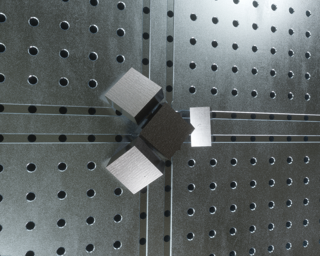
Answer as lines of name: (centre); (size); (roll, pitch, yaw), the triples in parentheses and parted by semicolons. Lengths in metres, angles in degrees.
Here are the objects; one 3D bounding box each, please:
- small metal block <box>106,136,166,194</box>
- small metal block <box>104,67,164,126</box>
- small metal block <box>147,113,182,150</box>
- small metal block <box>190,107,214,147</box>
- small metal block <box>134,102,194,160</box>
small metal block: (-0.030, 0.047, 0.388); (0.050, 0.025, 0.050); (-38, 105, 22)
small metal block: (-0.031, -0.040, 0.388); (0.050, 0.025, 0.050); (36, 75, 20)
small metal block: (0.000, 0.004, 0.412); (0.050, 0.025, 0.050); (2, 92, -20)
small metal block: (0.057, -0.002, 0.417); (0.025, 0.050, 0.050); (-2, 91, 13)
small metal block: (0.005, 0.004, 0.387); (0.050, 0.025, 0.050); (43, 76, -16)
